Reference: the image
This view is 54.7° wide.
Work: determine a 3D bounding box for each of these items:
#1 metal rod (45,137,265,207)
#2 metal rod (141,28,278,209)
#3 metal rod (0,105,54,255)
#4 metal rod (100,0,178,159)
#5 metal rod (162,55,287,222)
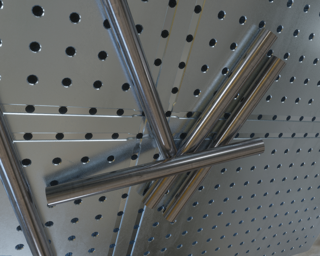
[{"bbox_3d":[0.003,0.056,0.423,0.302,0.025,0.025,-12,124,-13],"label":"metal rod"},{"bbox_3d":[0.065,-0.006,0.444,0.025,0.025,0.299,25,104,-37],"label":"metal rod"},{"bbox_3d":[-0.167,0.091,0.377,0.025,0.025,0.298,-16,125,-20],"label":"metal rod"},{"bbox_3d":[-0.028,-0.077,0.349,0.025,0.025,0.299,-28,129,-11],"label":"metal rod"},{"bbox_3d":[0.093,0.024,0.478,0.025,0.025,0.299,23,106,-37],"label":"metal rod"}]
